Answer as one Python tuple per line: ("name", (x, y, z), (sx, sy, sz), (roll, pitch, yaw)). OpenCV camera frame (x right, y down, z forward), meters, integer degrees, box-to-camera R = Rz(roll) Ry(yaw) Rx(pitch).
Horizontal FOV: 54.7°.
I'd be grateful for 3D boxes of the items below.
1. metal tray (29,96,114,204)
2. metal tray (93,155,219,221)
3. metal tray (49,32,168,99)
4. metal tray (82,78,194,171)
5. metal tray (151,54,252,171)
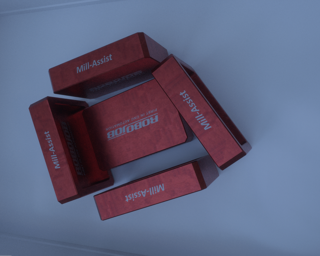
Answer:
("metal tray", (-0.114, 0.026, 0.412), (0.030, 0.090, 0.129), (-22, 83, 18))
("metal tray", (-0.001, 0.069, 0.373), (0.130, 0.090, 0.030), (-21, 83, 18))
("metal tray", (-0.060, -0.073, 0.394), (0.130, 0.090, 0.030), (-17, 85, 19))
("metal tray", (-0.032, -0.004, 0.415), (0.130, 0.030, 0.090), (-21, 83, 18))
("metal tray", (0.051, -0.018, 0.356), (0.030, 0.090, 0.130), (-38, 78, 17))
